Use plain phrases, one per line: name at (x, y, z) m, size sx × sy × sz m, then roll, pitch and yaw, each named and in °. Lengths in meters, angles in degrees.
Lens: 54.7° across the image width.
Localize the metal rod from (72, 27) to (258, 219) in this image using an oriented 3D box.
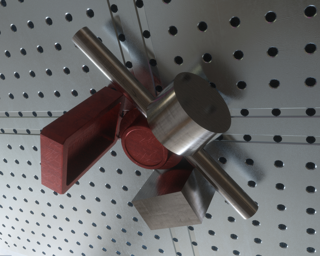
metal rod at (0.009, -0.003, 0.376) m, size 0.300 × 0.025 × 0.025 m, roll 46°, pitch 129°, yaw -5°

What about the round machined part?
round machined part at (-0.012, 0.017, 0.415) m, size 0.098 × 0.042 × 0.097 m, roll 13°, pitch 124°, yaw 20°

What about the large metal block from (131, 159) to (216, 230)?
large metal block at (0.023, 0.086, 0.415) m, size 0.080 × 0.080 × 0.050 m, roll -21°, pitch 108°, yaw 35°

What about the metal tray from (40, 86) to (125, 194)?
metal tray at (-0.096, 0.012, 0.400) m, size 0.030 × 0.131 × 0.089 m, roll 25°, pitch 127°, yaw 13°

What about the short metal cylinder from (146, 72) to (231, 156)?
short metal cylinder at (0.032, -0.015, 0.347) m, size 0.080 × 0.080 × 0.050 m, roll 45°, pitch 129°, yaw -3°
